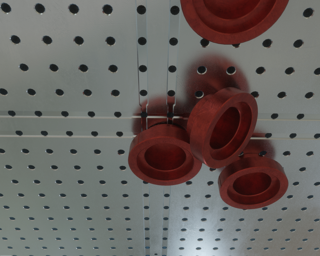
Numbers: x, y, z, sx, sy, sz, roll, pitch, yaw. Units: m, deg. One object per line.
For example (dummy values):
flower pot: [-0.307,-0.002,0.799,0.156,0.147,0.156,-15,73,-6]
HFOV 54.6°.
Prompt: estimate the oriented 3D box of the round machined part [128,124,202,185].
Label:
round machined part: [0.007,0.033,0.426,0.099,0.042,0.097,1,132,1]

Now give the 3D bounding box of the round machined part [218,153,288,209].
round machined part: [0.136,0.076,0.466,0.099,0.042,0.097,0,130,0]

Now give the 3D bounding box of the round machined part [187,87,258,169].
round machined part: [0.071,-0.003,0.377,0.099,0.042,0.097,-23,128,-33]

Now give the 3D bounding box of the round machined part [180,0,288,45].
round machined part: [0.067,-0.132,0.289,0.099,0.042,0.097,0,130,0]
